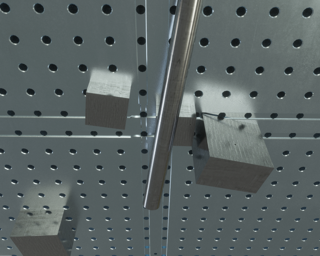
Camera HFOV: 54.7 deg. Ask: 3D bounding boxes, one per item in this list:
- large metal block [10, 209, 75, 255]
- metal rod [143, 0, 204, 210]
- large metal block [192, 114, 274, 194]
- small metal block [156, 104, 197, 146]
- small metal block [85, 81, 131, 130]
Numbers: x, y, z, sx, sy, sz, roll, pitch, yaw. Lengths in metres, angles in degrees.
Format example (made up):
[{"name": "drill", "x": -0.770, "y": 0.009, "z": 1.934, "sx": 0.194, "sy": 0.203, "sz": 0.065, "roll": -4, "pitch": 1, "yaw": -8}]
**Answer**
[{"name": "large metal block", "x": -0.207, "y": 0.193, "z": 0.557, "sx": 0.080, "sy": 0.050, "sz": 0.080, "roll": -3, "pitch": 130, "yaw": 2}, {"name": "metal rod", "x": 0.011, "y": -0.018, "z": 0.366, "sx": 0.025, "sy": 0.025, "sz": 0.298, "roll": 7, "pitch": 121, "yaw": -6}, {"name": "large metal block", "x": 0.089, "y": 0.032, "z": 0.404, "sx": 0.081, "sy": 0.080, "sz": 0.050, "roll": 11, "pitch": 129, "yaw": -9}, {"name": "small metal block", "x": 0.019, "y": -0.003, "z": 0.409, "sx": 0.050, "sy": 0.025, "sz": 0.050, "roll": 2, "pitch": 130, "yaw": -2}, {"name": "small metal block", "x": -0.065, "y": -0.028, "z": 0.387, "sx": 0.050, "sy": 0.025, "sz": 0.050, "roll": 8, "pitch": 130, "yaw": -7}]
